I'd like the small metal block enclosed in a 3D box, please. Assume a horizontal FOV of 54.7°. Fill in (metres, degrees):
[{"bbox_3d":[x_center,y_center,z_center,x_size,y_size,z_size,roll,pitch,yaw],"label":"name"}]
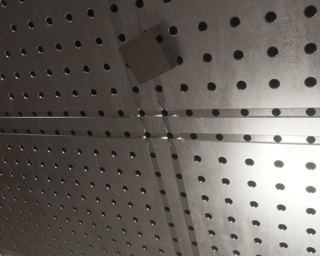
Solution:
[{"bbox_3d":[-0.013,-0.086,0.364,0.050,0.025,0.050,-20,108,35],"label":"small metal block"}]
